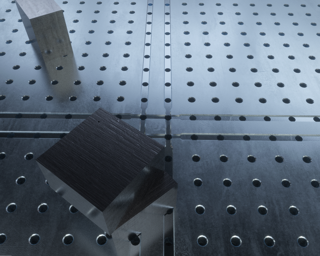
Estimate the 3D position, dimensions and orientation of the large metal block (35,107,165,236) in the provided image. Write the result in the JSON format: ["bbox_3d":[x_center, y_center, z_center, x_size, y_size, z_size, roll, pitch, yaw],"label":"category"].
[{"bbox_3d":[-0.052,0.038,0.294,0.080,0.050,0.080,30,56,23],"label":"large metal block"}]

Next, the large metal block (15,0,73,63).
[{"bbox_3d":[-0.191,-0.169,0.512,0.050,0.080,0.080,-27,55,-21],"label":"large metal block"}]

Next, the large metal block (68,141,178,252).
[{"bbox_3d":[-0.039,0.068,0.334,0.081,0.050,0.080,-32,57,-24],"label":"large metal block"}]
